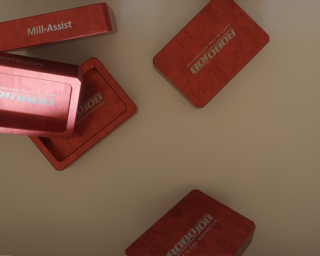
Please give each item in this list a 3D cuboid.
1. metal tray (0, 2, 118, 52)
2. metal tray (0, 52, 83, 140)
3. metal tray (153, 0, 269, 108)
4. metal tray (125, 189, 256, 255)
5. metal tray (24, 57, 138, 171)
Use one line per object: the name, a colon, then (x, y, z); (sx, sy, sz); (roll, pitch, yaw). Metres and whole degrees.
metal tray: (-0.121, -0.119, 0.374); (0.131, 0.090, 0.030); (-11, 106, -1)
metal tray: (-0.161, -0.036, 0.352); (0.131, 0.030, 0.089); (7, 126, -18)
metal tray: (0.066, -0.100, 0.410); (0.090, 0.030, 0.130); (45, 90, -1)
metal tray: (0.037, 0.133, 0.350); (0.090, 0.131, 0.030); (26, 131, 33)
metal tray: (-0.106, -0.018, 0.407); (0.130, 0.030, 0.090); (-39, 91, -1)
